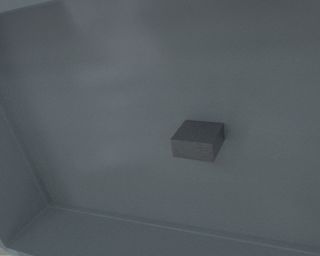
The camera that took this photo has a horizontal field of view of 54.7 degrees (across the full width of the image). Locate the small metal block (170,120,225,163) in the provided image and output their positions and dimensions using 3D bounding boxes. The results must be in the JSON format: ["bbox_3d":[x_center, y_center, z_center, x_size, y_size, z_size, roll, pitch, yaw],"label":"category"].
[{"bbox_3d":[0.047,0.014,0.376,0.050,0.050,0.025,6,121,25],"label":"small metal block"}]
